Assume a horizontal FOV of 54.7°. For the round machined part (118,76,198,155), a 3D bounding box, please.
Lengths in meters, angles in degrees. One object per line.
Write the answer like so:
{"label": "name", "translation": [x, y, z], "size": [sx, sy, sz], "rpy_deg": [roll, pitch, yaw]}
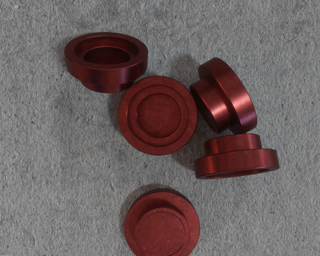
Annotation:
{"label": "round machined part", "translation": [-0.001, -0.016, 0.397], "size": [0.099, 0.042, 0.097], "rpy_deg": [0, 94, 7]}

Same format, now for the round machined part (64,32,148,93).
{"label": "round machined part", "translation": [-0.065, -0.079, 0.383], "size": [0.099, 0.098, 0.042], "rpy_deg": [6, 130, 0]}

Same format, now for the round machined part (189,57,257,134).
{"label": "round machined part", "translation": [0.070, -0.032, 0.374], "size": [0.042, 0.098, 0.098], "rpy_deg": [-30, 90, -1]}

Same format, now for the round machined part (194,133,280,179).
{"label": "round machined part", "translation": [0.090, 0.035, 0.376], "size": [0.099, 0.098, 0.042], "rpy_deg": [-6, 76, 0]}

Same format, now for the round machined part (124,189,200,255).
{"label": "round machined part", "translation": [0.003, 0.131, 0.401], "size": [0.099, 0.042, 0.097], "rpy_deg": [0, 90, 0]}
